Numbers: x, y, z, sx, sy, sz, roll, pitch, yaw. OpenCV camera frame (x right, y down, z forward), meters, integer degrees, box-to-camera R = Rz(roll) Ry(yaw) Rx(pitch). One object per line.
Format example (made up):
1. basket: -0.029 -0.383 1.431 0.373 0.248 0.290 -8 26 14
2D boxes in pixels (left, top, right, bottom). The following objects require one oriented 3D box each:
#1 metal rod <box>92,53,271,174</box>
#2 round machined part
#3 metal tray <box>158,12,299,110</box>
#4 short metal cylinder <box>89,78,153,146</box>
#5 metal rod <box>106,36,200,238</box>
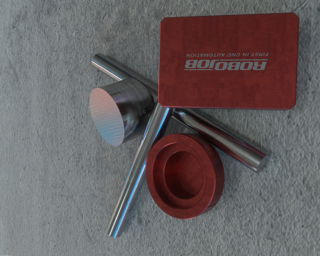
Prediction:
1. metal rod: 0.005 -0.035 0.403 0.300 0.025 0.025 35 112 34
2. round machined part: 0.033 0.055 0.368 0.098 0.042 0.097 0 90 40
3. metal tray: 0.066 -0.064 0.312 0.131 0.030 0.089 2 92 12
4. short metal cylinder: -0.051 -0.022 0.415 0.080 0.050 0.079 29 132 40
5. metal rod: -0.017 0.030 0.398 0.025 0.025 0.298 40 121 32
